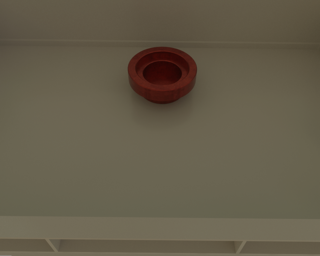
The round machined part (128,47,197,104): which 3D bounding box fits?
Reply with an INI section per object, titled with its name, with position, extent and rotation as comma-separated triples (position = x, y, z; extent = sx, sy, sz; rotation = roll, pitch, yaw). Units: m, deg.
[round machined part]
position = 0.003, -0.073, 0.456
extent = 0.099, 0.042, 0.098
rotation = 0, 50, 0
